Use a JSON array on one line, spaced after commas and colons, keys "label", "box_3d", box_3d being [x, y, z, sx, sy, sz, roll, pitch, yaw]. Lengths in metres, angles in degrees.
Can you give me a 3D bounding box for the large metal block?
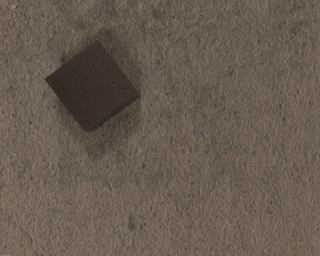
[{"label": "large metal block", "box_3d": [-0.082, -0.051, 0.396, 0.080, 0.050, 0.080, -37, 90, 0]}]
